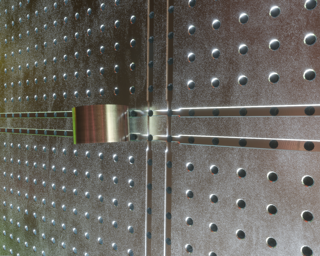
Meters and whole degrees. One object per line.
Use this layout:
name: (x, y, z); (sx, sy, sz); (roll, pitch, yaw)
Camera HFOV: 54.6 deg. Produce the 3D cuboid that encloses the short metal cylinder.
short metal cylinder: (-0.083, -0.004, 0.444); (0.080, 0.081, 0.050); (-5, 87, 40)
